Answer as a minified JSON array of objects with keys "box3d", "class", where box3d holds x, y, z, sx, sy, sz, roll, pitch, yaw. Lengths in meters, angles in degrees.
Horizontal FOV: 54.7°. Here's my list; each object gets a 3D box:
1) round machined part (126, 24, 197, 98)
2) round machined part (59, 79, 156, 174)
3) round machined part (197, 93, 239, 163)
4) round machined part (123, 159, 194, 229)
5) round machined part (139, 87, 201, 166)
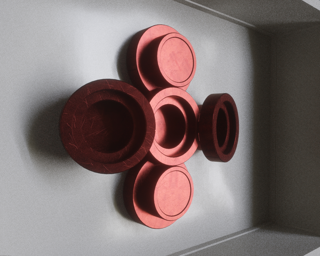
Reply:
[{"box3d":[0.009,-0.085,0.400,0.099,0.042,0.097,0,90,-40],"class":"round machined part"},{"box3d":[-0.058,-0.002,0.334,0.099,0.042,0.097,0,90,-23],"class":"round machined part"},{"box3d":[0.077,0.000,0.447,0.099,0.042,0.097,-1,91,-56],"class":"round machined part"},{"box3d":[0.005,0.080,0.398,0.099,0.042,0.097,0,90,-40],"class":"round machined part"},{"box3d":[0.005,-0.002,0.396,0.099,0.042,0.097,0,90,-40],"class":"round machined part"}]
